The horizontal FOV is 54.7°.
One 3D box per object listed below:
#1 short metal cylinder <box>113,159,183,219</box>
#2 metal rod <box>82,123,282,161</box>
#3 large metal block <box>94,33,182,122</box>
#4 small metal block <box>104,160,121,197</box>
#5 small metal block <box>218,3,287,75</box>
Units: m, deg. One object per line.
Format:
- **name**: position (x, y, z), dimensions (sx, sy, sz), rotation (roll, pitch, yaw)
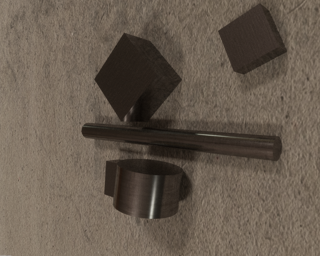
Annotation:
- **short metal cylinder**: position (-0.015, 0.071, 0.379), dimensions (0.080, 0.081, 0.050), rotation (11, 97, 39)
- **metal rod**: position (0.001, 0.012, 0.402), dimensions (0.300, 0.025, 0.025), rotation (4, 93, 39)
- **large metal block**: position (-0.031, -0.065, 0.413), dimensions (0.080, 0.050, 0.080), rotation (-49, 61, 28)
- **small metal block**: position (-0.053, 0.075, 0.446), dimensions (0.050, 0.025, 0.050), rotation (7, 94, 39)
- **small metal block**: position (0.096, -0.091, 0.325), dimensions (0.050, 0.025, 0.050), rotation (-27, 73, 36)
